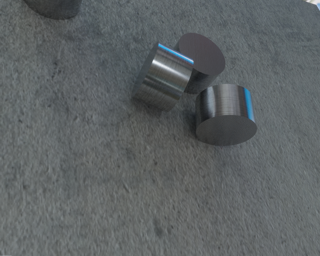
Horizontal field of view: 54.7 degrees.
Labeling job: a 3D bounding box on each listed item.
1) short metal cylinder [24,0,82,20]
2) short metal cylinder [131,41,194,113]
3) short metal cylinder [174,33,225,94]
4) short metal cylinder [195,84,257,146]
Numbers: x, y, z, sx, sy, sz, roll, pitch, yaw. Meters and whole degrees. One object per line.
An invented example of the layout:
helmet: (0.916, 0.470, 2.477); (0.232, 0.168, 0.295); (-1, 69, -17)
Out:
short metal cylinder: (-0.146, -0.199, 0.431); (0.081, 0.050, 0.080); (14, 56, -21)
short metal cylinder: (0.002, -0.067, 0.412); (0.050, 0.080, 0.080); (24, 53, -14)
short metal cylinder: (0.053, -0.099, 0.479); (0.081, 0.050, 0.080); (14, 56, -21)
short metal cylinder: (0.090, -0.016, 0.429); (0.081, 0.080, 0.050); (16, 56, -20)
